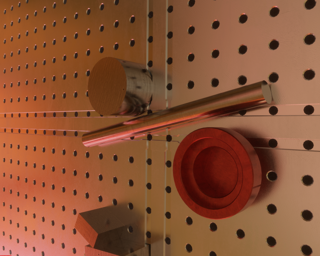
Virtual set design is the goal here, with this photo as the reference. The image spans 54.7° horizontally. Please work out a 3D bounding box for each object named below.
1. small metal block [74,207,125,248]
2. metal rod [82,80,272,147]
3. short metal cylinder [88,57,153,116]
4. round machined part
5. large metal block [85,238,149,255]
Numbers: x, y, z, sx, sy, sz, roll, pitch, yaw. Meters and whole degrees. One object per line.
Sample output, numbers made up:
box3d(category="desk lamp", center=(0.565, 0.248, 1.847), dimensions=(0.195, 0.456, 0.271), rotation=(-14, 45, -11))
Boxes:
box3d(category="small metal block", center=(-0.091, 0.149, 0.469), dimensions=(0.050, 0.050, 0.025), rotation=(31, 109, 36))
box3d(category="metal rod", center=(-0.004, -0.009, 0.412), dimensions=(0.300, 0.025, 0.025), rotation=(-14, 81, 39))
box3d(category="short metal cylinder", center=(-0.057, -0.057, 0.440), dimensions=(0.080, 0.050, 0.079), rotation=(0, 90, 40))
box3d(category="round machined part", center=(0.066, 0.048, 0.344), dimensions=(0.098, 0.042, 0.097), rotation=(0, 90, 40))
box3d(category="large metal block", center=(-0.060, 0.208, 0.443), dimensions=(0.080, 0.050, 0.080), rotation=(-5, 87, 39))
